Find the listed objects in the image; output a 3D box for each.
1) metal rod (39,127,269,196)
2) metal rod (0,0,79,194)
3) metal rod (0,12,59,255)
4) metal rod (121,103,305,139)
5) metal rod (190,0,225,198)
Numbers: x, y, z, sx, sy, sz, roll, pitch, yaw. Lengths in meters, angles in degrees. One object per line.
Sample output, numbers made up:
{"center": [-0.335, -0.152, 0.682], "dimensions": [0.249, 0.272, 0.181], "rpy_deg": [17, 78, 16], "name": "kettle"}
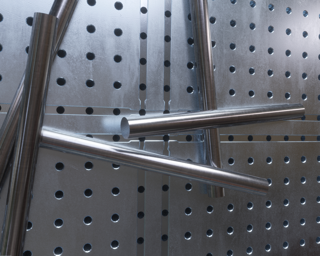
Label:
{"center": [0.002, 0.047, 0.397], "dimensions": [0.302, 0.025, 0.025], "rpy_deg": [14, 85, -14], "name": "metal rod"}
{"center": [-0.145, -0.058, 0.359], "dimensions": [0.025, 0.025, 0.299], "rpy_deg": [22, 83, -19], "name": "metal rod"}
{"center": [-0.147, 0.027, 0.340], "dimensions": [0.025, 0.025, 0.298], "rpy_deg": [9, 94, -20], "name": "metal rod"}
{"center": [0.091, -0.014, 0.422], "dimensions": [0.303, 0.025, 0.025], "rpy_deg": [-6, 92, -30], "name": "metal rod"}
{"center": [0.066, -0.052, 0.438], "dimensions": [0.025, 0.025, 0.298], "rpy_deg": [-6, 92, -20], "name": "metal rod"}
